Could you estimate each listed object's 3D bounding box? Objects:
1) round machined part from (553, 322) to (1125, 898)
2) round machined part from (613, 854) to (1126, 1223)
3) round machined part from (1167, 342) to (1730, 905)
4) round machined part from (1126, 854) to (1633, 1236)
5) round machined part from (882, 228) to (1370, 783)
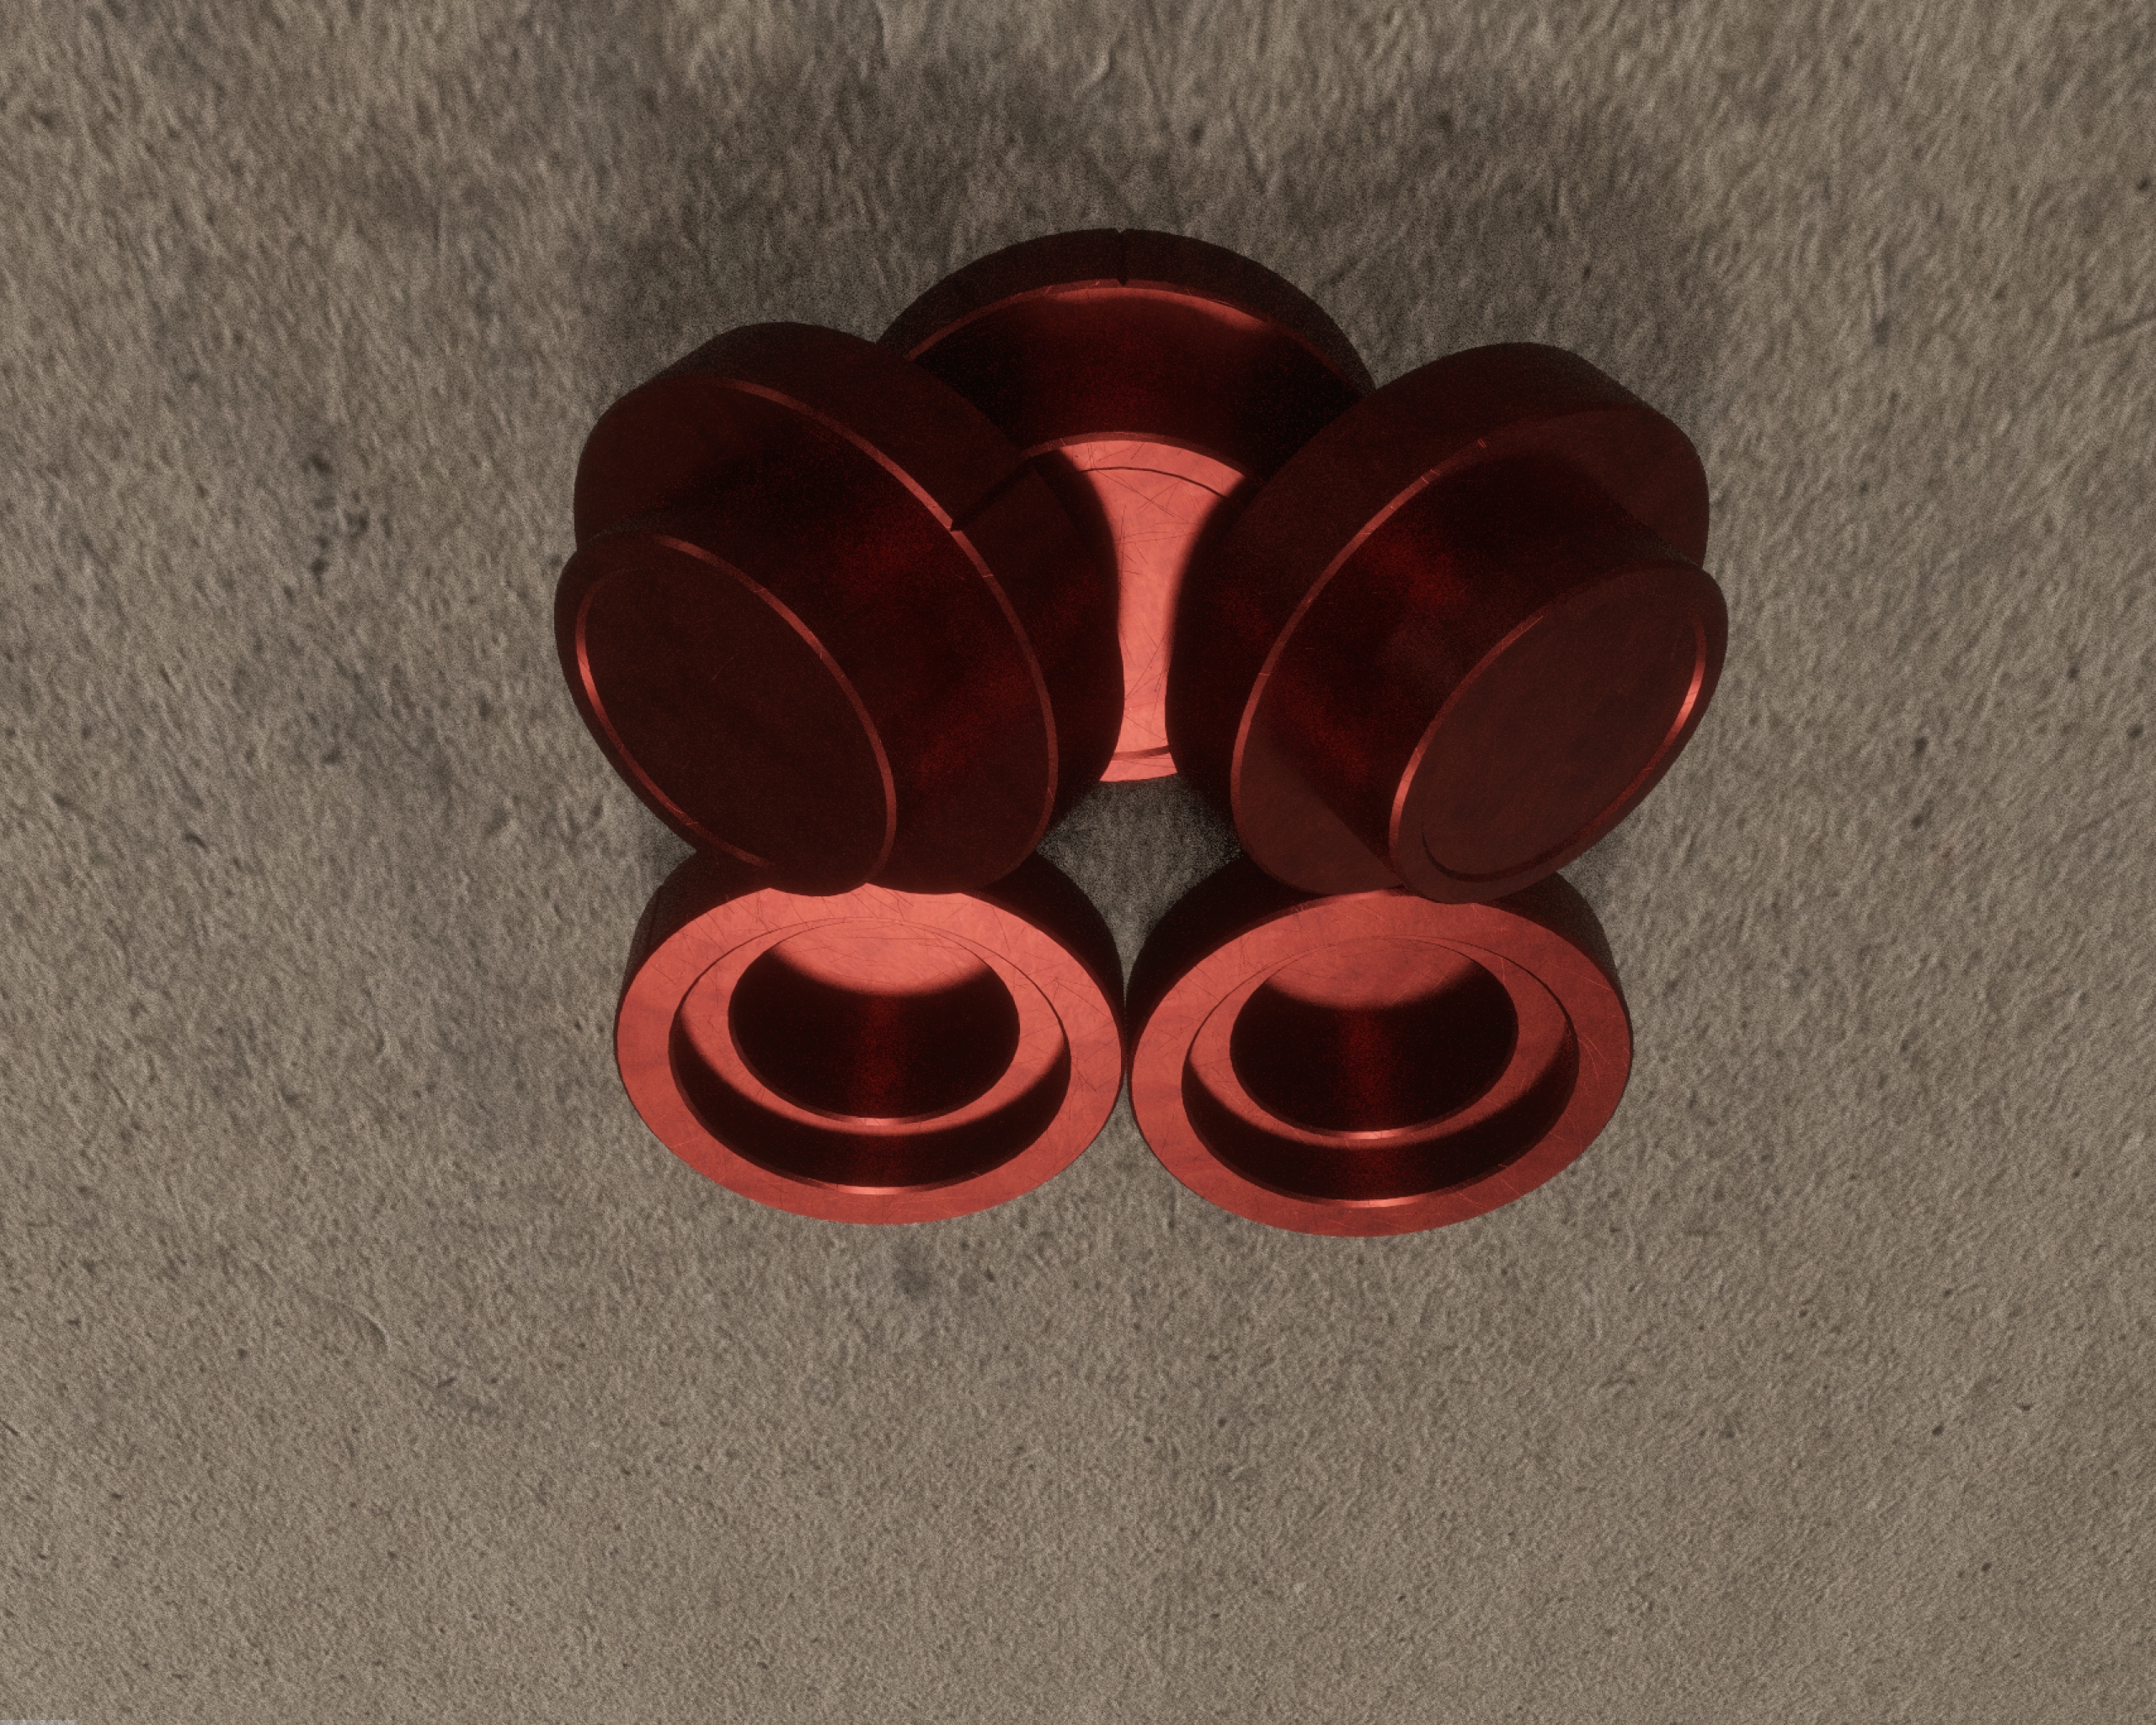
[{"bbox_3d":[-0.045,-0.033,0.337,0.098,0.042,0.097,24,139,23],"label":"round machined part"},{"bbox_3d":[-0.040,0.025,0.418,0.099,0.042,0.097,-1,130,0],"label":"round machined part"},{"bbox_3d":[0.067,-0.032,0.343,0.099,0.042,0.097,-24,141,-21],"label":"round machined part"},{"bbox_3d":[0.059,0.029,0.423,0.099,0.042,0.097,-1,130,0],"label":"round machined part"},{"bbox_3d":[0.006,-0.052,0.352,0.099,0.042,0.097,-1,130,0],"label":"round machined part"}]
